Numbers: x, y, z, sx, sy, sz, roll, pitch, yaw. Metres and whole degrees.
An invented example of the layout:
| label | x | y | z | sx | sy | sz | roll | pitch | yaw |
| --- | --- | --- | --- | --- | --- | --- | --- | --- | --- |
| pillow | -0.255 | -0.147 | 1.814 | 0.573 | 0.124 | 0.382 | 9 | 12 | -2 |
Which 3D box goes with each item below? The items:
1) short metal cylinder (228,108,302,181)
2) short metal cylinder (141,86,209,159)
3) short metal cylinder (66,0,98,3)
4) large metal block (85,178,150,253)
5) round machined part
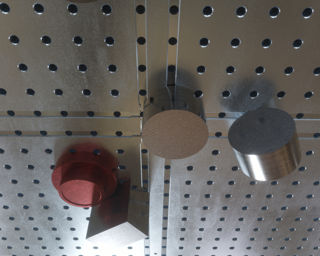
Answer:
| label | x | y | z | sx | sy | sz | roll | pitch | yaw |
| --- | --- | --- | --- | --- | --- | --- | --- | --- | --- |
| short metal cylinder | 0.133 | 0.020 | 0.393 | 0.080 | 0.080 | 0.050 | -19 | 128 | 15 |
| short metal cylinder | 0.018 | -0.006 | 0.390 | 0.081 | 0.050 | 0.079 | 0 | 130 | 0 |
| short metal cylinder | -0.068 | -0.155 | 0.263 | 0.081 | 0.050 | 0.079 | 0 | 130 | 0 |
| large metal block | -0.064 | 0.139 | 0.493 | 0.080 | 0.080 | 0.050 | -28 | 125 | 22 |
| round machined part | -0.115 | 0.084 | 0.471 | 0.099 | 0.042 | 0.097 | 0 | 130 | 0 |
